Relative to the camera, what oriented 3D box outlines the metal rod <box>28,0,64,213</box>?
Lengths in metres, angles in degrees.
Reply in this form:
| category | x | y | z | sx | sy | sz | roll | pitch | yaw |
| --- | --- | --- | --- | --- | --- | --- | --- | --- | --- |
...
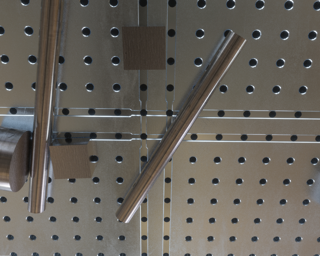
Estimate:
| category | x | y | z | sx | sy | sz | roll | pitch | yaw |
| --- | --- | --- | --- | --- | --- | --- | --- | --- | --- |
| metal rod | -0.151 | -0.019 | 0.404 | 0.025 | 0.025 | 0.298 | 11 | 110 | -4 |

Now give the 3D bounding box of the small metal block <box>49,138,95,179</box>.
| category | x | y | z | sx | sy | sz | roll | pitch | yaw |
| --- | --- | --- | --- | --- | --- | --- | --- | --- | --- |
| small metal block | -0.120 | 0.042 | 0.428 | 0.050 | 0.025 | 0.050 | -2 | 110 | 0 |

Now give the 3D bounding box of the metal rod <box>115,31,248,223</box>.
| category | x | y | z | sx | sy | sz | roll | pitch | yaw |
| --- | --- | --- | --- | --- | --- | --- | --- | --- | --- |
| metal rod | 0.020 | 0.010 | 0.417 | 0.025 | 0.025 | 0.298 | 28 | 107 | -10 |

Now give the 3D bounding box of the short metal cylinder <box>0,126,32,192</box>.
| category | x | y | z | sx | sy | sz | roll | pitch | yaw |
| --- | --- | --- | --- | --- | --- | --- | --- | --- | --- |
| short metal cylinder | -0.201 | 0.038 | 0.396 | 0.050 | 0.080 | 0.079 | 10 | 110 | -4 |

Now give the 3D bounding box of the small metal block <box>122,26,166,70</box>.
| category | x | y | z | sx | sy | sz | roll | pitch | yaw |
| --- | --- | --- | --- | --- | --- | --- | --- | --- | --- |
| small metal block | -0.019 | -0.098 | 0.377 | 0.050 | 0.025 | 0.050 | -1 | 110 | 0 |
